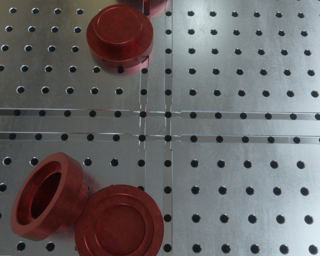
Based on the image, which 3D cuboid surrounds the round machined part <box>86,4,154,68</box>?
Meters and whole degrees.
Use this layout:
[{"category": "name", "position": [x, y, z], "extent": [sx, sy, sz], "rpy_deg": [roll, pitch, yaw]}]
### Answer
[{"category": "round machined part", "position": [-0.059, -0.140, 0.453], "extent": [0.099, 0.042, 0.098], "rpy_deg": [0, 70, -1]}]

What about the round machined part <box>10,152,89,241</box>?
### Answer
[{"category": "round machined part", "position": [-0.121, 0.080, 0.354], "extent": [0.098, 0.042, 0.098], "rpy_deg": [-27, 42, 28]}]

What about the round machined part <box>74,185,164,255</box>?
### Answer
[{"category": "round machined part", "position": [-0.045, 0.118, 0.359], "extent": [0.099, 0.042, 0.098], "rpy_deg": [0, 70, -1]}]
